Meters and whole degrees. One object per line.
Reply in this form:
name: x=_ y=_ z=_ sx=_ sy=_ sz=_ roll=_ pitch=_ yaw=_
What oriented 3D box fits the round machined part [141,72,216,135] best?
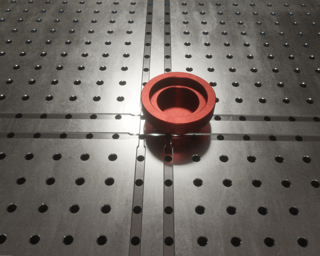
round machined part: x=0.024 y=-0.029 z=0.421 sx=0.099 sy=0.042 sz=0.098 roll=0 pitch=50 yaw=0
